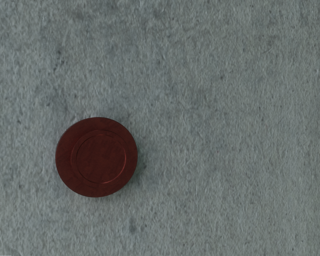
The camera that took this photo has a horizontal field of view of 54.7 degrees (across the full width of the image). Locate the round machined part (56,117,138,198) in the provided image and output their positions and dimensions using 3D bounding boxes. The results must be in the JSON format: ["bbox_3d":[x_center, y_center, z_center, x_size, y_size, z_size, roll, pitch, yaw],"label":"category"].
[{"bbox_3d":[-0.074,0.036,0.373,0.099,0.042,0.097,0,90,-21],"label":"round machined part"}]
